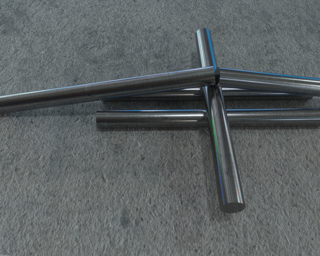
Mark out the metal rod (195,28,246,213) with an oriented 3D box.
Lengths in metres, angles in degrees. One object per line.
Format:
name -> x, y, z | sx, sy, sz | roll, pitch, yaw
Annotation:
metal rod -> 0.071, -0.036, 0.403 | 0.025, 0.025, 0.300 | 0, 50, -1

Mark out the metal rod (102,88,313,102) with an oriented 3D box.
metal rod -> 0.068, -0.052, 0.448 | 0.302, 0.025, 0.025 | -1, 50, -1

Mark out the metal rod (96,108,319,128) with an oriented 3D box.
metal rod -> 0.068, -0.013, 0.416 | 0.302, 0.025, 0.025 | -1, 50, -1

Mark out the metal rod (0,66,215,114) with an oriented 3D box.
metal rod -> -0.080, -0.049, 0.412 | 0.302, 0.025, 0.025 | -7, 50, 6

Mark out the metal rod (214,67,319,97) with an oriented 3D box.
metal rod -> 0.221, -0.055, 0.421 | 0.302, 0.025, 0.025 | 4, 50, -10
